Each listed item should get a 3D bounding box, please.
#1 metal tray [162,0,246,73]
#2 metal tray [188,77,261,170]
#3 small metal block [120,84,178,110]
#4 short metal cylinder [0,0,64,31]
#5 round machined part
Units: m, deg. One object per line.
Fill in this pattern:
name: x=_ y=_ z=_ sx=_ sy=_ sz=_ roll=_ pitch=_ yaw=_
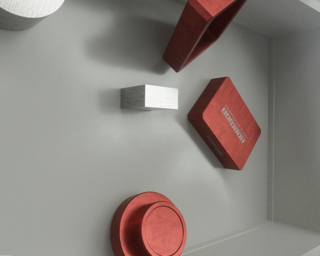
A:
metal tray: x=0.057 y=-0.129 z=0.378 sx=0.090 sy=0.130 sz=0.030 roll=-42 pitch=87 yaw=-19
metal tray: x=0.108 y=-0.005 z=0.496 sx=0.130 sy=0.030 sz=0.090 roll=50 pitch=60 yaw=-28
small metal block: x=-0.013 y=-0.036 z=0.381 sx=0.050 sy=0.050 sz=0.025 roll=1 pitch=90 yaw=-40
short metal cylinder: x=-0.132 y=-0.134 z=0.280 sx=0.081 sy=0.050 sz=0.079 roll=0 pitch=90 yaw=-40
round machined part: x=-0.006 y=0.125 z=0.373 sx=0.099 sy=0.042 sz=0.098 roll=18 pitch=60 yaw=-34
